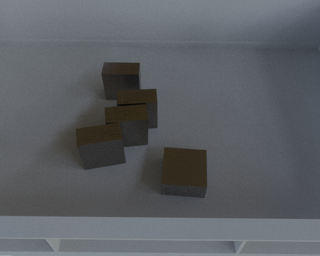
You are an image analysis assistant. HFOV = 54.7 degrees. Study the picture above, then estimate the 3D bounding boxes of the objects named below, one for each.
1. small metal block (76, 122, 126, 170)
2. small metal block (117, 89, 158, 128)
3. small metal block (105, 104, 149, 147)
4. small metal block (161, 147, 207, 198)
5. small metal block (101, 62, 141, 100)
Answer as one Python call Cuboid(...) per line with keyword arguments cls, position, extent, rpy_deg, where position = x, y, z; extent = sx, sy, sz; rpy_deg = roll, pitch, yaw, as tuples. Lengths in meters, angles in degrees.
Cuboid(cls="small metal block", position=(-0.069, 0.022, 0.369), extent=(0.050, 0.050, 0.025), rpy_deg=(-9, 51, -8))
Cuboid(cls="small metal block", position=(-0.029, -0.024, 0.409), extent=(0.050, 0.050, 0.025), rpy_deg=(-3, 50, -3))
Cuboid(cls="small metal block", position=(-0.041, -0.002, 0.388), extent=(0.050, 0.050, 0.025), rpy_deg=(-5, 50, -8))
Cuboid(cls="small metal block", position=(0.028, 0.052, 0.362), extent=(0.050, 0.025, 0.050), rpy_deg=(4, 50, 3))
Cuboid(cls="small metal block", position=(-0.054, -0.066, 0.444), extent=(0.050, 0.050, 0.025), rpy_deg=(1, 50, 0))
